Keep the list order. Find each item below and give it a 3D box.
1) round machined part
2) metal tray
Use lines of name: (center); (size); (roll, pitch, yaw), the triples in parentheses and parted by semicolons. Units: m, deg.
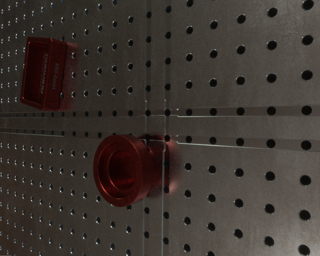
round machined part: (-0.046, 0.058, 0.434); (0.098, 0.042, 0.097); (0, 90, 39)
metal tray: (-0.222, -0.103, 0.585); (0.090, 0.030, 0.129); (16, 100, 38)
